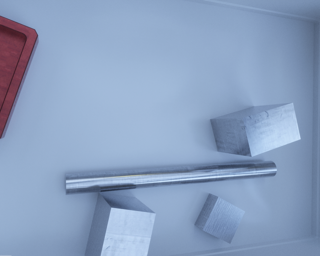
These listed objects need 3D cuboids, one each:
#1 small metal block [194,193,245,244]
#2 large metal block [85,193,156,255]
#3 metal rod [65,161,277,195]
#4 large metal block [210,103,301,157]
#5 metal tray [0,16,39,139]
[{"bbox_3d":[0.086,0.129,0.444,0.050,0.025,0.050,31,80,-18],"label":"small metal block"},{"bbox_3d":[-0.050,0.127,0.364,0.050,0.080,0.080,14,86,-20],"label":"large metal block"},{"bbox_3d":[0.029,0.065,0.422,0.303,0.025,0.025,-1,91,-21],"label":"metal rod"},{"bbox_3d":[0.130,0.001,0.431,0.081,0.080,0.050,-16,96,-20],"label":"large metal block"},{"bbox_3d":[-0.197,-0.059,0.334,0.091,0.030,0.129,19,84,-20],"label":"metal tray"}]
